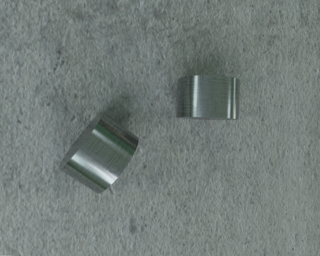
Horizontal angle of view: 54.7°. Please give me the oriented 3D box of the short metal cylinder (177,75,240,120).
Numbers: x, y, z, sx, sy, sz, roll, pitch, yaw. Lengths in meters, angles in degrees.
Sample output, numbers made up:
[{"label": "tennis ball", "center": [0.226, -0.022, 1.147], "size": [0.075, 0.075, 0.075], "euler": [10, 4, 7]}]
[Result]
[{"label": "short metal cylinder", "center": [0.062, -0.037, 0.404], "size": [0.081, 0.080, 0.050], "euler": [2, 90, -20]}]

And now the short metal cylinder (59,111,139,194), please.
[{"label": "short metal cylinder", "center": [-0.070, 0.027, 0.355], "size": [0.050, 0.080, 0.080], "euler": [39, 78, -16]}]
